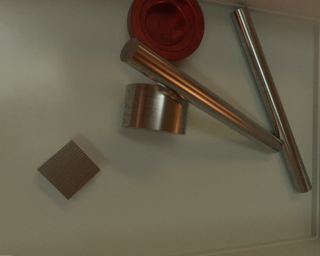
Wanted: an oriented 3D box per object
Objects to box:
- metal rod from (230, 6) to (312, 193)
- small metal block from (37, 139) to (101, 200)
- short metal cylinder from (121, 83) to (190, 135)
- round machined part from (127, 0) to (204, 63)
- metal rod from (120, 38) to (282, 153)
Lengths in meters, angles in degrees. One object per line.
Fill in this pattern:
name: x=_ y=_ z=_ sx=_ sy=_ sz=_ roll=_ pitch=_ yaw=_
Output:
metal rod: x=0.173 y=-0.037 z=0.476 sx=0.025 sy=0.025 sz=0.299 roll=-26 pitch=99 yaw=-18
small metal block: x=-0.109 y=0.048 z=0.371 sx=0.050 sy=0.025 sz=0.050 roll=-44 pitch=104 yaw=-15
short metal cylinder: x=-0.005 y=-0.021 z=0.380 sx=0.081 sy=0.080 sz=0.050 roll=9 pitch=87 yaw=-20
round machined part: x=0.005 y=-0.133 z=0.404 sx=0.099 sy=0.042 sz=0.097 roll=0 pitch=90 yaw=-21
metal rod: x=0.075 y=-0.022 z=0.381 sx=0.301 sy=0.025 sz=0.025 roll=26 pitch=81 yaw=-41
